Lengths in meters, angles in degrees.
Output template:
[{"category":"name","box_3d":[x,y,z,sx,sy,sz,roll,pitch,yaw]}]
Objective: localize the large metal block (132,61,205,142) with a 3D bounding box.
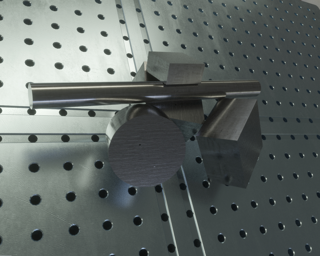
[{"category":"large metal block","box_3d":[0.008,-0.033,0.412,0.081,0.050,0.080,10,57,-23]}]

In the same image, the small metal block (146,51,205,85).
[{"category":"small metal block","box_3d":[0.018,-0.074,0.379,0.050,0.025,0.050,-6,30,-31]}]

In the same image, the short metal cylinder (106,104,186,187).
[{"category":"short metal cylinder","box_3d":[-0.018,0.017,0.340,0.081,0.080,0.050,18,12,-18]}]

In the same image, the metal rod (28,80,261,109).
[{"category":"metal rod","box_3d":[0.007,-0.044,0.370,0.303,0.025,0.025,-6,65,-31]}]

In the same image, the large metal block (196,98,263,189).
[{"category":"large metal block","box_3d":[0.093,0.017,0.400,0.080,0.050,0.080,-53,137,-39]}]
